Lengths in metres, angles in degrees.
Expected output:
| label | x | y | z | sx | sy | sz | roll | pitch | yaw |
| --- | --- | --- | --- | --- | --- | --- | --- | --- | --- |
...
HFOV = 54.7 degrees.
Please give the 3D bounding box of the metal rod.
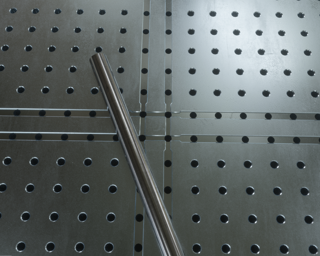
| label | x | y | z | sx | sy | sz | roll | pitch | yaw |
| --- | --- | --- | --- | --- | --- | --- | --- | --- | --- |
| metal rod | -0.034 | 0.030 | 0.400 | 0.025 | 0.025 | 0.299 | -21 | 71 | -8 |
